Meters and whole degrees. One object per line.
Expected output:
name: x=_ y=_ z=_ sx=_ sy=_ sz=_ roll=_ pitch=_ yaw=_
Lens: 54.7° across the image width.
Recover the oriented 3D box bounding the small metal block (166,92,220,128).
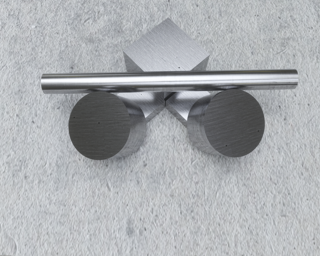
small metal block: x=0.044 y=-0.031 z=0.420 sx=0.050 sy=0.025 sz=0.050 roll=-42 pitch=75 yaw=-14

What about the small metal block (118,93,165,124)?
small metal block: x=-0.029 y=-0.032 z=0.421 sx=0.050 sy=0.025 sz=0.050 roll=-41 pitch=75 yaw=-15

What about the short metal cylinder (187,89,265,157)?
short metal cylinder: x=0.080 y=-0.005 z=0.384 sx=0.081 sy=0.050 sz=0.080 roll=0 pitch=89 yaw=-18

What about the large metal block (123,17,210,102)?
large metal block: x=0.008 y=-0.090 z=0.427 sx=0.080 sy=0.050 sz=0.080 roll=-40 pitch=75 yaw=-13

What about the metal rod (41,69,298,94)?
metal rod: x=0.012 y=-0.056 z=0.375 sx=0.302 sy=0.025 sz=0.025 roll=-1 pitch=70 yaw=-1

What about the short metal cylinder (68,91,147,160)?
short metal cylinder: x=-0.063 y=-0.002 z=0.381 sx=0.080 sy=0.050 sz=0.080 roll=-1 pitch=87 yaw=18
